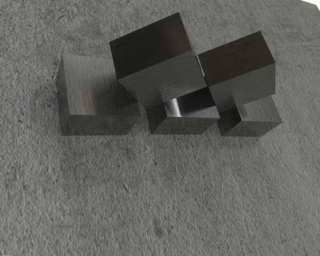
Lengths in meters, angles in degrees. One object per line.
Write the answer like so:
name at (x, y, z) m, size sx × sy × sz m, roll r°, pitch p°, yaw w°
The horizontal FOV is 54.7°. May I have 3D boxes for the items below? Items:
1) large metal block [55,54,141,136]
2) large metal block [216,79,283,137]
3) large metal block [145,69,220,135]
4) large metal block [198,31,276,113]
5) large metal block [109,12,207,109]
large metal block at (-0.077, -0.037, 0.372) m, size 0.081 × 0.050 × 0.080 m, roll 0°, pitch 62°, yaw -29°
large metal block at (0.130, -0.033, 0.482) m, size 0.081 × 0.050 × 0.080 m, roll 1°, pitch 61°, yaw -28°
large metal block at (0.025, -0.037, 0.427) m, size 0.081 × 0.050 × 0.080 m, roll 1°, pitch 62°, yaw -28°
large metal block at (0.103, -0.070, 0.409) m, size 0.080 × 0.080 × 0.050 m, roll -19°, pitch 64°, yaw 12°
large metal block at (0.001, -0.071, 0.351) m, size 0.080 × 0.080 × 0.050 m, roll 45°, pitch 27°, yaw -63°
